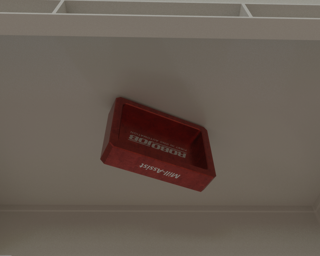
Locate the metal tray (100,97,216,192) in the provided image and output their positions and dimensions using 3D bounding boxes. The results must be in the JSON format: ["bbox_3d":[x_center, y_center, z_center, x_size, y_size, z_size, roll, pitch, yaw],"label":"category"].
[{"bbox_3d":[0.000,0.019,0.378,0.131,0.090,0.030,19,127,-17],"label":"metal tray"}]
